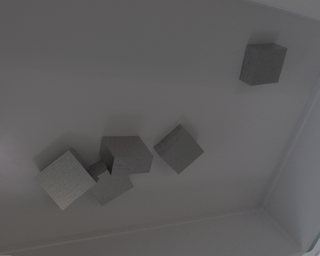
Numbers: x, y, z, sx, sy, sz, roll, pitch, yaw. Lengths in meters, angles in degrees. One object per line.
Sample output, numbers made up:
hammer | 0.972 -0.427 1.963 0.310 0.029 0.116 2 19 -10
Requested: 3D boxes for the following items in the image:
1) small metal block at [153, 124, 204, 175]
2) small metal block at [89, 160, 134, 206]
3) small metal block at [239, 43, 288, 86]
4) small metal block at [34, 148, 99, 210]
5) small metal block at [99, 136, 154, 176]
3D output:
small metal block | 0.027 0.031 0.443 0.050 0.025 0.050 -42 130 0
small metal block | -0.069 0.068 0.413 0.050 0.025 0.050 -30 129 -9
small metal block | 0.143 -0.089 0.432 0.050 0.025 0.050 -9 123 -24
small metal block | -0.110 0.060 0.370 0.050 0.025 0.050 -39 94 -2
small metal block | -0.043 0.033 0.389 0.050 0.050 0.025 0 118 -29
